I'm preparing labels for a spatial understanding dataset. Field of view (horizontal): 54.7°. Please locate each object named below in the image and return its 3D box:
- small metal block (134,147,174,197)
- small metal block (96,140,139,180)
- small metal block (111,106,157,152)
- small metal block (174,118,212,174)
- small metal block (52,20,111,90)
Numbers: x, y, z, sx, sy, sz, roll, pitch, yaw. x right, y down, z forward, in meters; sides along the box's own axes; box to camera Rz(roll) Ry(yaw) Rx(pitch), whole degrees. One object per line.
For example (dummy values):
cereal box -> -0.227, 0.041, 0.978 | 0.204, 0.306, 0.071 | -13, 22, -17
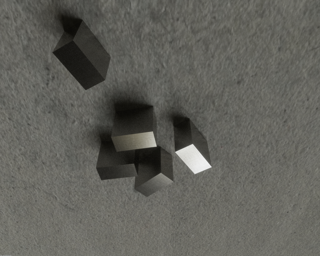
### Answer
small metal block -> -0.009, 0.063, 0.444 | 0.050, 0.050, 0.025 | -35, 122, 26
small metal block -> -0.056, 0.042, 0.426 | 0.050, 0.050, 0.025 | -7, 130, 5
small metal block -> -0.031, 0.001, 0.391 | 0.050, 0.050, 0.025 | -8, 130, 6
small metal block -> 0.043, 0.024, 0.412 | 0.025, 0.050, 0.050 | -27, 125, 21
small metal block -> -0.079, -0.077, 0.324 | 0.025, 0.050, 0.050 | -24, 126, 19
